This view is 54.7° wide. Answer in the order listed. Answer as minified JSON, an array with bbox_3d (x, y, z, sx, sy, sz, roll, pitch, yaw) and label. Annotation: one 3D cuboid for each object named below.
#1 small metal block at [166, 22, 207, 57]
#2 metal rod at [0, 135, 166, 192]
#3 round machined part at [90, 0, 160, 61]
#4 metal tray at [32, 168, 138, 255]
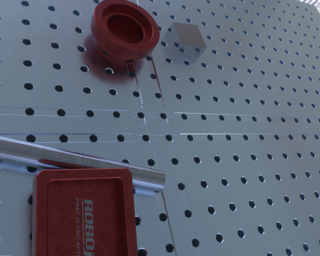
[{"bbox_3d":[0.045,-0.150,0.526,0.050,0.025,0.050,-4,64,-31],"label":"small metal block"},{"bbox_3d":[-0.136,0.027,0.319,0.302,0.025,0.025,15,56,-20],"label":"metal rod"},{"bbox_3d":[-0.053,-0.138,0.454,0.099,0.042,0.098,14,56,-21],"label":"round machined part"},{"bbox_3d":[-0.069,0.105,0.288,0.091,0.030,0.129,3,72,-27],"label":"metal tray"}]
